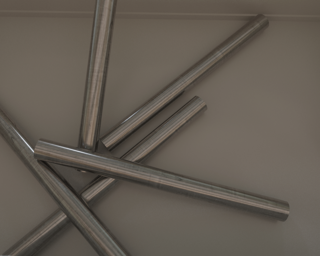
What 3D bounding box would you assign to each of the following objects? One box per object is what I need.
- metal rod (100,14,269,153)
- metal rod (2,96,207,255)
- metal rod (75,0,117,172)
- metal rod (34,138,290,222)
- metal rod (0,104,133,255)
[{"bbox_3d":[0.042,-0.070,0.435,0.301,0.025,0.025,-39,75,-13],"label":"metal rod"},{"bbox_3d":[-0.057,0.059,0.387,0.301,0.025,0.025,-39,75,-14],"label":"metal rod"},{"bbox_3d":[-0.073,-0.094,0.375,0.025,0.025,0.298,9,96,3],"label":"metal rod"},{"bbox_3d":[0.005,0.062,0.367,0.302,0.025,0.025,15,71,-3],"label":"metal rod"},{"bbox_3d":[-0.142,0.048,0.370,0.025,0.025,0.300,-43,69,-14],"label":"metal rod"}]
